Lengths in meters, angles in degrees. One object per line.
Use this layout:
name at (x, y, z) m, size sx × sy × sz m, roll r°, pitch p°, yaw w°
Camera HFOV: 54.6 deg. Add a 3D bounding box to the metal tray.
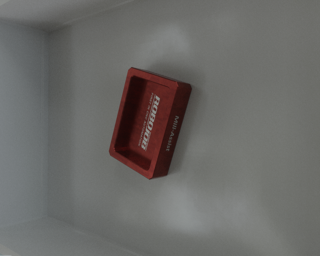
metal tray at (-0.017, -0.008, 0.418) m, size 0.090 × 0.030 × 0.129 m, roll 25°, pitch 106°, yaw 37°
